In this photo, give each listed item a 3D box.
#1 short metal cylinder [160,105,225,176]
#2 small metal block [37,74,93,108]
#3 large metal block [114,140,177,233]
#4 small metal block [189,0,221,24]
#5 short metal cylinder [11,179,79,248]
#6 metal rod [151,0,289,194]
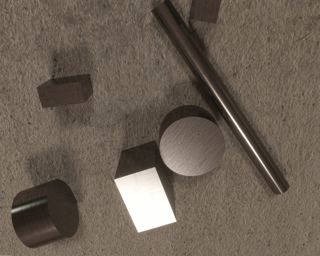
[{"bbox_3d":[0.040,0.015,0.403,0.081,0.050,0.079,0,110,-1],"label":"short metal cylinder"},{"bbox_3d":[-0.114,-0.046,0.378,0.050,0.050,0.025,-7,110,2],"label":"small metal block"},{"bbox_3d":[-0.017,0.074,0.407,0.050,0.080,0.080,-18,109,6],"label":"large metal block"},{"bbox_3d":[0.051,-0.145,0.344,0.025,0.050,0.050,8,110,-3],"label":"small metal block"},{"bbox_3d":[-0.153,0.116,0.421,0.050,0.080,0.080,-19,109,7],"label":"short metal cylinder"},{"bbox_3d":[0.087,-0.028,0.400,0.025,0.025,0.300,-34,107,11],"label":"metal rod"}]
